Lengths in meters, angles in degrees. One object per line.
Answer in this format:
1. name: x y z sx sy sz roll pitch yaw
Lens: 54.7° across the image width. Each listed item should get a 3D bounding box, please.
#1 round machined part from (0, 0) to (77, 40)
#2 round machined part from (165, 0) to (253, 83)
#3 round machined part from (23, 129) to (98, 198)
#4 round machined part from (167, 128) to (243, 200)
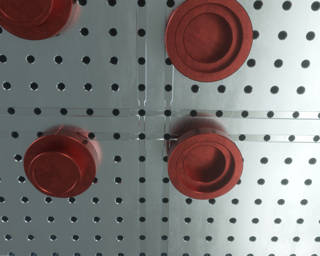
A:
1. round machined part: -0.148 -0.149 0.347 0.099 0.042 0.097 0 110 -1
2. round machined part: 0.055 -0.106 0.366 0.099 0.042 0.097 0 110 -1
3. round machined part: -0.137 0.055 0.423 0.099 0.042 0.097 0 110 -1
4. round machined part: 0.059 0.045 0.422 0.099 0.042 0.097 0 110 -1
